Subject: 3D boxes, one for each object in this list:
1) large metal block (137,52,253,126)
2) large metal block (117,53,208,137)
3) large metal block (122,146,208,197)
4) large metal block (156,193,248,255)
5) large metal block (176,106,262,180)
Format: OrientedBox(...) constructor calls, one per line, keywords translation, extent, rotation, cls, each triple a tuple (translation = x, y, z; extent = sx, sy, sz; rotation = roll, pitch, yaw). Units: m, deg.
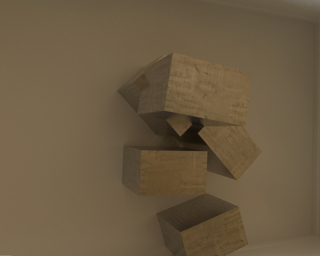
OrientedBox(translation=(0.031, -0.033, 0.308), extent=(0.081, 0.080, 0.050), rotation=(10, 87, -20), cls="large metal block")
OrientedBox(translation=(0.001, -0.036, 0.382), extent=(0.050, 0.080, 0.080), rotation=(-45, 104, -15), cls="large metal block")
OrientedBox(translation=(0.003, 0.050, 0.383), extent=(0.081, 0.080, 0.050), rotation=(2, 90, -20), cls="large metal block")
OrientedBox(translation=(0.052, 0.130, 0.402), extent=(0.081, 0.080, 0.050), rotation=(-17, 96, -20), cls="large metal block")
OrientedBox(translation=(0.071, 0.016, 0.408), extent=(0.050, 0.080, 0.080), rotation=(-45, 107, -14), cls="large metal block")
